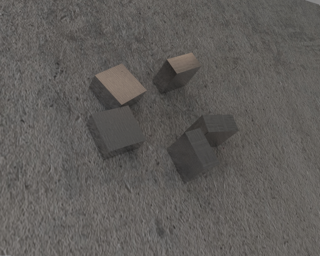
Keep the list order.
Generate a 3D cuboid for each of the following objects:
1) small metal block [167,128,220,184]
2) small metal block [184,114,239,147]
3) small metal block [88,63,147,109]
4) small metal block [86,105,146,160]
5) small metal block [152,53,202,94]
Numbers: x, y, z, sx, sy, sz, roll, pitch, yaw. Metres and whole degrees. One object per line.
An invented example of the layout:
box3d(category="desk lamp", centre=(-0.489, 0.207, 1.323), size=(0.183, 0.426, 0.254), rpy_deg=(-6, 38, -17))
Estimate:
box3d(category="small metal block", centre=(0.040, 0.035, 0.387), size=(0.025, 0.050, 0.050), rpy_deg=(-15, 70, -34))
box3d(category="small metal block", centre=(0.069, 0.005, 0.421), size=(0.050, 0.050, 0.025), rpy_deg=(-2, 63, -29))
box3d(category="small metal block", centre=(-0.054, -0.051, 0.402), size=(0.050, 0.025, 0.050), rpy_deg=(48, 46, 5))
box3d(category="small metal block", centre=(-0.053, 0.005, 0.372), size=(0.050, 0.025, 0.050), rpy_deg=(-17, 71, -34))
box3d(category="small metal block", centre=(0.024, -0.079, 0.448), size=(0.050, 0.050, 0.025), rpy_deg=(-24, 75, -36))
